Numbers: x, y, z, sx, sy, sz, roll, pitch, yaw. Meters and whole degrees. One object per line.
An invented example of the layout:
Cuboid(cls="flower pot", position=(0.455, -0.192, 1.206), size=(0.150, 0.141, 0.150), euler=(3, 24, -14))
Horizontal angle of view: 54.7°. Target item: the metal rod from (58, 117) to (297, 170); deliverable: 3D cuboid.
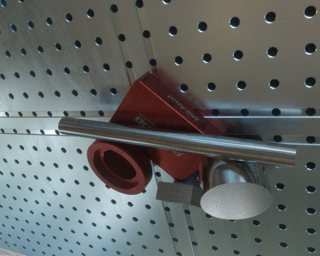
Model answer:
Cuboid(cls="metal rod", position=(0.002, 0.013, 0.377), size=(0.301, 0.025, 0.025), euler=(7, 122, 24))

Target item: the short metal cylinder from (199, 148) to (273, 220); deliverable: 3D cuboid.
Cuboid(cls="short metal cylinder", position=(0.088, 0.067, 0.370), size=(0.080, 0.050, 0.079), euler=(2, 135, 2))

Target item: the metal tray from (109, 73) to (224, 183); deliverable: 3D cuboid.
Cuboid(cls="metal tray", position=(0.006, 0.002, 0.406), size=(0.130, 0.030, 0.089), euler=(40, 129, 0))

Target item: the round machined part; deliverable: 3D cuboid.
Cuboid(cls="round machined part", position=(-0.053, 0.047, 0.449), size=(0.098, 0.042, 0.097), euler=(18, 133, 21))

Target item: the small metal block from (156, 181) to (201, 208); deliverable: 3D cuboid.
Cuboid(cls="small metal block", position=(0.029, 0.094, 0.435), size=(0.050, 0.025, 0.050), euler=(2, 163, 26))
